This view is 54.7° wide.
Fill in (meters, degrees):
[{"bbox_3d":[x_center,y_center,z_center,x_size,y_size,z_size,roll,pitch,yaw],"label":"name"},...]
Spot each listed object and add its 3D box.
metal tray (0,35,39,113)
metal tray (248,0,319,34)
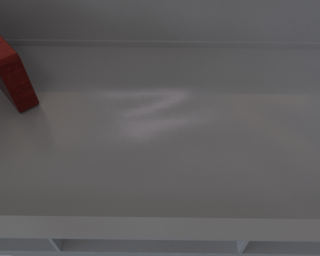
[{"bbox_3d":[-0.226,-0.091,0.437,0.030,0.090,0.130,-34,58,-25],"label":"metal tray"},{"bbox_3d":[0.231,-0.214,0.546,0.131,0.090,0.030,1,50,0],"label":"metal tray"}]
